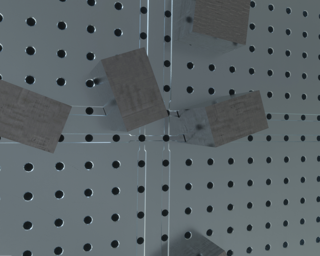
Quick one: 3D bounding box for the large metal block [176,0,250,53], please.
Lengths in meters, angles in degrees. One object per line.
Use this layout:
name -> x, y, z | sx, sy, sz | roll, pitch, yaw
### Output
large metal block -> 0.074, -0.156, 0.428 | 0.081, 0.050, 0.080 | 8, 88, -20

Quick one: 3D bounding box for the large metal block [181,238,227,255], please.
large metal block -> 0.060, 0.214, 0.423 | 0.081, 0.050, 0.080 | -29, 100, -18

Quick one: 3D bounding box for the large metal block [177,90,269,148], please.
large metal block -> 0.082, -0.013, 0.415 | 0.081, 0.080, 0.050 | -18, 96, -19

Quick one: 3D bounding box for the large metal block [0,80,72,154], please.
large metal block -> -0.145, -0.012, 0.330 | 0.080, 0.080, 0.050 | 22, 83, -19

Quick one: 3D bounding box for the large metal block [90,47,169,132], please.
large metal block -> -0.040, -0.042, 0.369 | 0.050, 0.080, 0.080 | -22, 98, -19
